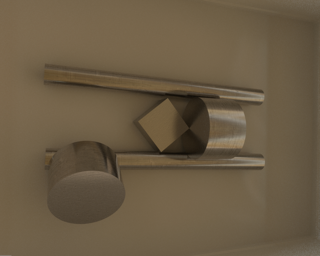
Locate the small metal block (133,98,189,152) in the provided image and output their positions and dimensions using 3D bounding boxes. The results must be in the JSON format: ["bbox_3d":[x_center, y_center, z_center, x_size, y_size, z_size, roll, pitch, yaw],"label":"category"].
[{"bbox_3d":[0.002,-0.004,0.410,0.050,0.025,0.050,-40,103,-16],"label":"small metal block"}]

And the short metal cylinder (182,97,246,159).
[{"bbox_3d":[0.068,0.001,0.406,0.050,0.080,0.079,2,90,-20],"label":"short metal cylinder"}]

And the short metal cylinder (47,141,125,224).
[{"bbox_3d":[-0.083,0.061,0.347,0.081,0.050,0.079,-9,127,-12],"label":"short metal cylinder"}]

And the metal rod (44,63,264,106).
[{"bbox_3d":[0.007,-0.054,0.412,0.302,0.025,0.025,3,89,-21],"label":"metal rod"}]

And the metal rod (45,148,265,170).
[{"bbox_3d":[0.008,0.043,0.412,0.303,0.025,0.025,3,89,-21],"label":"metal rod"}]
